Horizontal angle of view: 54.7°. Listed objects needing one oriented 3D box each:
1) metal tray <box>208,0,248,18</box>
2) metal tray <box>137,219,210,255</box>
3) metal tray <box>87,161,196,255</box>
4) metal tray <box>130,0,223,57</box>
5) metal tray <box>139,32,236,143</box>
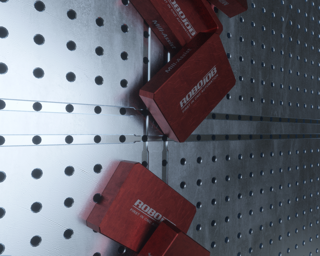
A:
[{"bbox_3d":[0.080,-0.228,0.449,0.131,0.030,0.090,10,70,-49],"label":"metal tray"},{"bbox_3d":[-0.002,0.188,0.379,0.130,0.030,0.090,-52,132,-12],"label":"metal tray"},{"bbox_3d":[-0.017,0.112,0.394,0.130,0.030,0.090,43,64,-32],"label":"metal tray"},{"bbox_3d":[0.028,-0.159,0.431,0.130,0.030,0.090,47,62,-30],"label":"metal tray"},{"bbox_3d":[0.043,-0.056,0.419,0.130,0.030,0.090,-47,129,-18],"label":"metal tray"}]
